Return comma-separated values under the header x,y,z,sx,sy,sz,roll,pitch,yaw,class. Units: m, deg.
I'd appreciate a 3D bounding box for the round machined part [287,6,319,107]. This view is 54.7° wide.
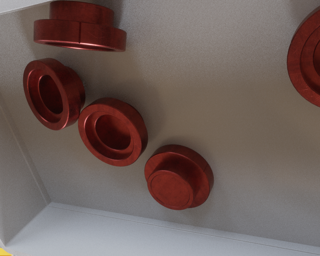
x,y,z,sx,sy,sz,roll,pitch,yaw,class
0.165,-0.066,0.270,0.098,0.042,0.097,13,124,20,round machined part

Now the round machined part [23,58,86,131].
x,y,z,sx,sy,sz,roll,pitch,yaw,class
-0.143,-0.049,0.431,0.098,0.042,0.097,17,120,33,round machined part

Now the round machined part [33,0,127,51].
x,y,z,sx,sy,sz,roll,pitch,yaw,class
-0.086,-0.111,0.342,0.098,0.098,0.042,9,100,23,round machined part

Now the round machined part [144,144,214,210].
x,y,z,sx,sy,sz,roll,pitch,yaw,class
0.022,0.075,0.431,0.098,0.042,0.097,13,124,20,round machined part

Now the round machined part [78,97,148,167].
x,y,z,sx,sy,sz,roll,pitch,yaw,class
-0.060,0.002,0.429,0.098,0.042,0.097,13,124,20,round machined part
